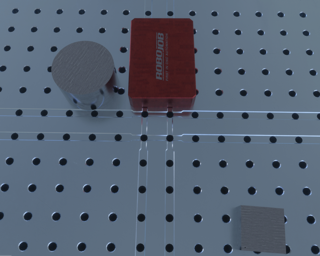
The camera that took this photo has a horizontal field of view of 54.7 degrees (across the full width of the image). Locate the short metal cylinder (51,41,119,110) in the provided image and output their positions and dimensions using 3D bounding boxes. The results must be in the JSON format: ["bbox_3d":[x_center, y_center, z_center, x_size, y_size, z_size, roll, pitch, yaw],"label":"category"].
[{"bbox_3d":[-0.100,-0.071,0.423,0.081,0.050,0.080,0,70,0],"label":"short metal cylinder"}]

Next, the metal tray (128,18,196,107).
[{"bbox_3d":[0.003,-0.095,0.444,0.091,0.030,0.130,0,70,0],"label":"metal tray"}]

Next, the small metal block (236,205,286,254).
[{"bbox_3d":[0.119,0.121,0.368,0.050,0.025,0.050,5,70,1],"label":"small metal block"}]
